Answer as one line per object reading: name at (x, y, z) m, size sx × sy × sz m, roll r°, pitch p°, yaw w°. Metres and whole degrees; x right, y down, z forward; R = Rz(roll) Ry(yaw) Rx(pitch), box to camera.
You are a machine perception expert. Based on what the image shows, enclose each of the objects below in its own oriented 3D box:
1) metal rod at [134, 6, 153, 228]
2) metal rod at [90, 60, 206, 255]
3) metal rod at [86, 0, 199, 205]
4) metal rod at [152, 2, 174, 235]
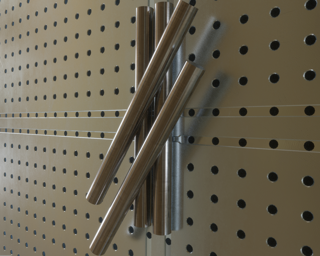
metal rod at (-0.023, -0.015, 0.430) m, size 0.025 × 0.025 × 0.298 m, roll 1°, pitch 91°, yaw 40°
metal rod at (-0.025, 0.053, 0.399) m, size 0.025 × 0.025 × 0.298 m, roll 42°, pitch 115°, yaw 32°
metal rod at (-0.032, -0.018, 0.405) m, size 0.025 × 0.025 × 0.298 m, roll 42°, pitch 115°, yaw 32°
metal rod at (0.004, -0.012, 0.408) m, size 0.025 × 0.025 × 0.298 m, roll 1°, pitch 91°, yaw 40°
